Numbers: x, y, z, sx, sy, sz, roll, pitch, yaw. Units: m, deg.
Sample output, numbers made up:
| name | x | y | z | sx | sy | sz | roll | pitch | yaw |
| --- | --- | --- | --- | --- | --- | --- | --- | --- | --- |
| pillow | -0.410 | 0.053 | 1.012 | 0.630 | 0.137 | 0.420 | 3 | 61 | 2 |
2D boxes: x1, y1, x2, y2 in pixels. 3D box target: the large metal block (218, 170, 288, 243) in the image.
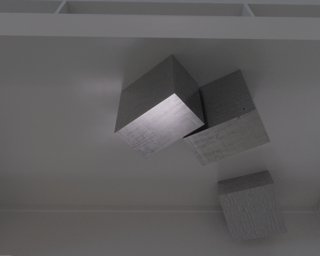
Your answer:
| name | x | y | z | sx | sy | sz | roll | pitch | yaw |
| --- | --- | --- | --- | --- | --- | --- | --- | --- | --- |
| large metal block | 0.139 | 0.119 | 0.475 | 0.080 | 0.050 | 0.080 | -16 | 101 | 12 |

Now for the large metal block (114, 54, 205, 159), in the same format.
| name | x | y | z | sx | sy | sz | roll | pitch | yaw |
| --- | --- | --- | --- | --- | --- | --- | --- | --- | --- |
| large metal block | -0.001 | -0.025 | 0.352 | 0.080 | 0.080 | 0.050 | -32 | 123 | 24 |

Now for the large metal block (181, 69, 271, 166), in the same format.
| name | x | y | z | sx | sy | sz | roll | pitch | yaw |
| --- | --- | --- | --- | --- | --- | --- | --- | --- | --- |
| large metal block | 0.072 | -0.013 | 0.363 | 0.080 | 0.080 | 0.050 | -23 | 127 | 18 |
